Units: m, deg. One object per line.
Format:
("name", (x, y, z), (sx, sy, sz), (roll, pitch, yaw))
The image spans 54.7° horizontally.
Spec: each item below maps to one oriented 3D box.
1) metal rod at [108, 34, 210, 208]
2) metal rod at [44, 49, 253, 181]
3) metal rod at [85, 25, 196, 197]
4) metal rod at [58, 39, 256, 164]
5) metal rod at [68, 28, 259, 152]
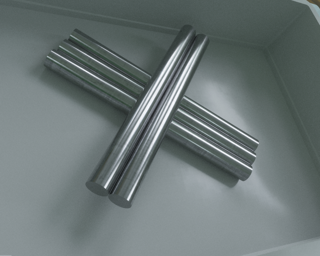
("metal rod", (0.013, -0.033, 0.399), (0.025, 0.025, 0.301), (33, 51, -7))
("metal rod", (-0.008, -0.012, 0.406), (0.301, 0.025, 0.025), (30, 52, -9))
("metal rod", (-0.008, -0.046, 0.395), (0.025, 0.025, 0.301), (33, 51, -7))
("metal rod", (0.002, -0.029, 0.422), (0.301, 0.025, 0.025), (30, 52, -9))
("metal rod", (0.011, -0.047, 0.438), (0.301, 0.025, 0.025), (30, 52, -9))
